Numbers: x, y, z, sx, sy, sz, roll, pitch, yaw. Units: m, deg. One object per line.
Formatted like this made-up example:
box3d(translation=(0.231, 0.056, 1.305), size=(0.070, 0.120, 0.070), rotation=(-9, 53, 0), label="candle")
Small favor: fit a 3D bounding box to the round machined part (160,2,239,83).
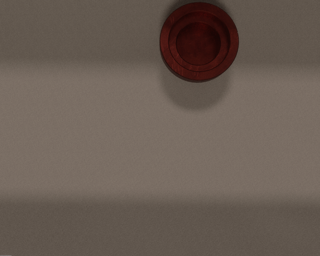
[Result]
box3d(translation=(0.049, -0.107, 0.404), size=(0.099, 0.042, 0.097), rotation=(0, 90, -1), label="round machined part")
